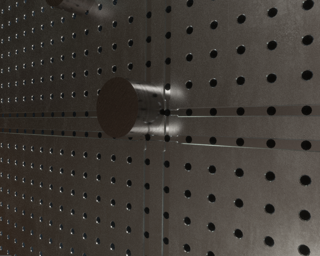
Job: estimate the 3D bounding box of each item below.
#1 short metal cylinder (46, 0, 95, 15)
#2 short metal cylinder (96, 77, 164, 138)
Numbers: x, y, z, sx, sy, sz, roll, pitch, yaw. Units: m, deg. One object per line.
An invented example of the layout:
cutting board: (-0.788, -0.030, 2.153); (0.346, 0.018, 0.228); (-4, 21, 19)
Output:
short metal cylinder: (-0.148, -0.234, 0.513); (0.080, 0.050, 0.079); (0, 90, 39)
short metal cylinder: (-0.041, -0.027, 0.425); (0.080, 0.050, 0.079); (0, 90, 39)
